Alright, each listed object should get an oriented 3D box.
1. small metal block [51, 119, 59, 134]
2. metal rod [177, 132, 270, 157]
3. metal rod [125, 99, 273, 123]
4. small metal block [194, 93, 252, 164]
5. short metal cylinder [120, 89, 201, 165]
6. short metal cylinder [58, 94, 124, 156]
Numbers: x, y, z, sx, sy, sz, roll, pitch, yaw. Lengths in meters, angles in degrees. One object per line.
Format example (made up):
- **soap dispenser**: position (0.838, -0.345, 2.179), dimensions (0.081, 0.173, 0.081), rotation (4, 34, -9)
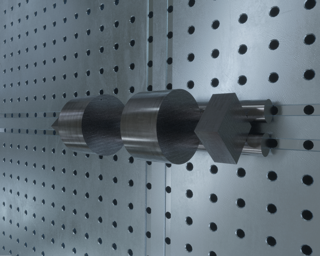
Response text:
- **small metal block**: position (-0.125, -0.004, 0.467), dimensions (0.025, 0.050, 0.050), rotation (1, 49, 40)
- **metal rod**: position (-0.006, 0.014, 0.415), dimensions (0.300, 0.025, 0.025), rotation (1, 91, 40)
- **metal rod**: position (-0.004, -0.020, 0.413), dimensions (0.300, 0.025, 0.025), rotation (1, 91, 40)
- **small metal block**: position (0.065, 0.001, 0.310), dimensions (0.025, 0.050, 0.050), rotation (1, 50, 40)
- **short metal cylinder**: position (0.003, -0.002, 0.342), dimensions (0.050, 0.081, 0.079), rotation (1, 91, 40)
- **short metal cylinder**: position (-0.087, -0.004, 0.417), dimensions (0.050, 0.081, 0.079), rotation (1, 91, 40)
